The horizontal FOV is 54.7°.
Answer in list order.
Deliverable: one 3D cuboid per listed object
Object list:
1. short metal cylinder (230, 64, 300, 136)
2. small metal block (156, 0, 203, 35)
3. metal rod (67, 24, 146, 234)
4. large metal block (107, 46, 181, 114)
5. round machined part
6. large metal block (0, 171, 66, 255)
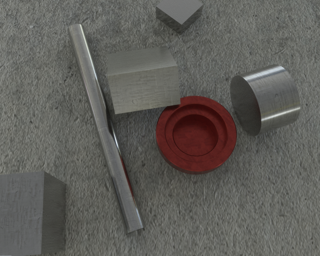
[{"bbox_3d":[0.130,-0.035,0.393,0.050,0.080,0.080,-18,71,-7],"label":"short metal cylinder"},{"bbox_3d":[0.029,-0.179,0.474,0.050,0.025,0.050,40,74,13],"label":"small metal block"},{"bbox_3d":[-0.076,-0.013,0.411,0.025,0.025,0.299,-18,71,-7],"label":"metal rod"},{"bbox_3d":[-0.022,-0.064,0.397,0.081,0.050,0.080,-9,32,-4],"label":"large metal block"},{"bbox_3d":[0.044,0.011,0.396,0.099,0.042,0.098,0,70,-1],"label":"round machined part"},{"bbox_3d":[-0.141,0.097,0.342,0.050,0.080,0.080,-5,70,-2],"label":"large metal block"}]
